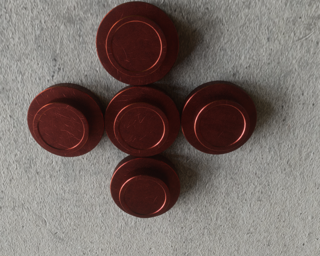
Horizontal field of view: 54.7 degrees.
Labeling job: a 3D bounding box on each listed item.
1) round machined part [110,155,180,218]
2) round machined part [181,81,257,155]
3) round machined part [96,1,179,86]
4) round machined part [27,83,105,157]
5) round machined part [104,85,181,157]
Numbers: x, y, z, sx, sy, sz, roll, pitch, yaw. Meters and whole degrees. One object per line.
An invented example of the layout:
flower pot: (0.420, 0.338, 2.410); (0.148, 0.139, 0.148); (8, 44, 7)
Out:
round machined part: (-0.020, 0.086, 0.433); (0.099, 0.042, 0.097); (0, 110, -1)
round machined part: (0.076, -0.009, 0.400); (0.099, 0.042, 0.097); (0, 110, -1)
round machined part: (-0.027, -0.098, 0.366); (0.099, 0.042, 0.097); (0, 110, -1)
round machined part: (-0.121, -0.006, 0.398); (0.099, 0.042, 0.097); (0, 110, -1)
round machined part: (-0.023, -0.006, 0.400); (0.099, 0.042, 0.097); (0, 110, -1)
